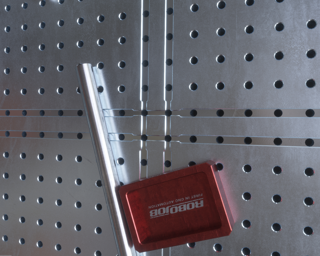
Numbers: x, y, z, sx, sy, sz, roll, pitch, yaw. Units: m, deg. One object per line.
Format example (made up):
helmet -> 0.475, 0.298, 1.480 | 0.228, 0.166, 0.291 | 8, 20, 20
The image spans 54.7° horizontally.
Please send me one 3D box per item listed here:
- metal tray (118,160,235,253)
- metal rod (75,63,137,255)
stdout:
metal tray -> 0.019, 0.102, 0.402 | 0.130, 0.030, 0.090 | -18, 84, 18
metal rod -> -0.075, 0.055, 0.437 | 0.025, 0.025, 0.298 | -16, 85, 19
